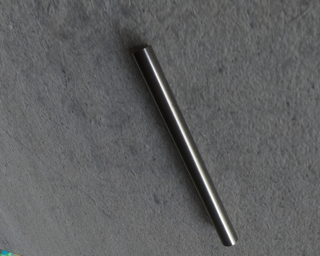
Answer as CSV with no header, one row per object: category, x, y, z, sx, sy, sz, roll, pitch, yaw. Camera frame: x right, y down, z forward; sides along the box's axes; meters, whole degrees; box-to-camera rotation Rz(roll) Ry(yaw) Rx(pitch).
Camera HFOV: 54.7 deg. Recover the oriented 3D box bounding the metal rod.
metal rod,0.040,0.036,0.406,0.025,0.025,0.299,-13,112,33
